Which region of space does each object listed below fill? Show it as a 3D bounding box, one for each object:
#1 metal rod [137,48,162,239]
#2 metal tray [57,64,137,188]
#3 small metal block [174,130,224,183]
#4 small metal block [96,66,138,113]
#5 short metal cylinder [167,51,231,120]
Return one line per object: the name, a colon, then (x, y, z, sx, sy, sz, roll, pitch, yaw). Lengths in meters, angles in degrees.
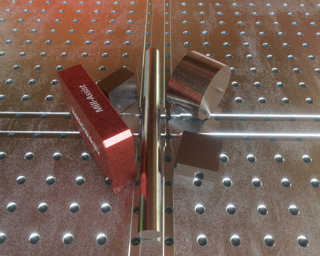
metal rod: (-0.011, -0.006, 0.412, 0.025, 0.025, 0.300, 0, 50, -1)
metal tray: (-0.075, -0.003, 0.366, 0.030, 0.089, 0.130, -26, 55, -20)
small metal block: (0.048, 0.034, 0.380, 0.050, 0.025, 0.050, 12, 51, 9)
small metal block: (-0.059, -0.049, 0.431, 0.025, 0.050, 0.050, 34, 58, 25)
short metal cylinder: (0.053, -0.058, 0.421, 0.050, 0.080, 0.080, 31, 56, 23)
